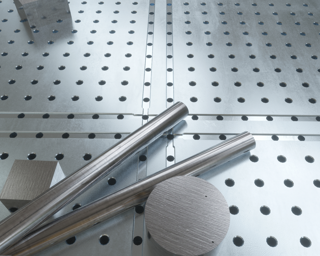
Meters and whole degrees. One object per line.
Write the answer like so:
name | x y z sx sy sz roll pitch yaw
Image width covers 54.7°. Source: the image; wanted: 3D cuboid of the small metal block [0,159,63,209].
small metal block | -0.144 0.065 0.352 0.050 0.025 0.050 2 50 2

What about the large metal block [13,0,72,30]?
large metal block | -0.228 -0.241 0.592 0.081 0.050 0.080 -27 55 -21

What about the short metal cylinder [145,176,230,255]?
short metal cylinder | 0.026 0.095 0.311 0.081 0.050 0.080 0 50 0

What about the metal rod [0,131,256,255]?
metal rod | -0.019 0.070 0.348 0.302 0.025 0.025 -22 54 -18

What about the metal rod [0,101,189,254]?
metal rod | -0.073 0.048 0.347 0.025 0.025 0.302 36 53 26
